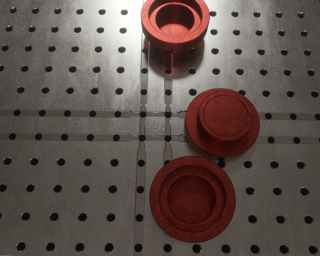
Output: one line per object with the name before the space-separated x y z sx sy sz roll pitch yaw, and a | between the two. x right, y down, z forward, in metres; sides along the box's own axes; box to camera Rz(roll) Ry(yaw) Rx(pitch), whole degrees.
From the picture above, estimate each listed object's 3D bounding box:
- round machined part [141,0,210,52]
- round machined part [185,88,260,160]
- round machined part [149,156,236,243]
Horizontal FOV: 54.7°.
round machined part | 0.022 -0.154 0.459 0.099 0.042 0.098 0 70 -1
round machined part | 0.083 -0.010 0.407 0.099 0.042 0.098 0 70 -1
round machined part | 0.037 0.086 0.372 0.099 0.042 0.098 0 70 -1
